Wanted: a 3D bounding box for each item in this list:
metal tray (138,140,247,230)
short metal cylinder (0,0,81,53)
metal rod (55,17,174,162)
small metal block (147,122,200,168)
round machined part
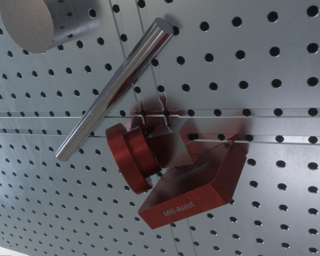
[{"bbox_3d":[0.040,0.073,0.393,0.130,0.090,0.030,-33,100,38],"label":"metal tray"},{"bbox_3d":[-0.148,-0.140,0.387,0.080,0.050,0.079,13,124,21],"label":"short metal cylinder"},{"bbox_3d":[-0.080,-0.033,0.432,0.025,0.025,0.299,45,129,-3],"label":"metal rod"},{"bbox_3d":[0.018,0.024,0.417,0.050,0.025,0.050,-14,112,33],"label":"small metal block"},{"bbox_3d":[-0.031,0.036,0.415,0.042,0.098,0.098,-27,107,0],"label":"round machined part"}]
